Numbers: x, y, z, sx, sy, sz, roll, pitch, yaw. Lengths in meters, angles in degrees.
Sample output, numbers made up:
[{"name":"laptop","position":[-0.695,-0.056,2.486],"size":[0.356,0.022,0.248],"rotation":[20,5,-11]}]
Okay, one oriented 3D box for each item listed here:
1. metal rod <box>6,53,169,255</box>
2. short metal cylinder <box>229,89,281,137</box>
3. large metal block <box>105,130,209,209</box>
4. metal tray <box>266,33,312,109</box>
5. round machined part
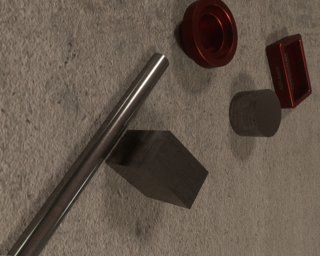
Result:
[{"name":"metal rod","position":[-0.072,0.027,0.345],"size":[0.025,0.025,0.300],"rotation":[47,62,-30]},{"name":"short metal cylinder","position":[0.163,-0.025,0.528],"size":[0.081,0.050,0.079],"rotation":[0,90,-40]},{"name":"large metal block","position":[-0.004,0.047,0.368],"size":[0.080,0.080,0.050],"rotation":[47,62,-30]},{"name":"metal tray","position":[0.262,-0.114,0.624],"size":[0.091,0.030,0.129],"rotation":[-31,109,-36]},{"name":"round machined part","position":[0.067,-0.136,0.452],"size":[0.099,0.042,0.097],"rotation":[0,90,-40]}]
